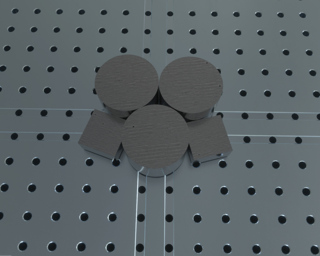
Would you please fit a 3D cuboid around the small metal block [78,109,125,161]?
[{"bbox_3d":[-0.070,0.009,0.404,0.050,0.025,0.050,20,71,7],"label":"small metal block"}]

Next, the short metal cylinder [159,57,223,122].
[{"bbox_3d":[0.039,-0.047,0.412,0.081,0.050,0.080,0,70,0],"label":"short metal cylinder"}]

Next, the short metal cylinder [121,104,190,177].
[{"bbox_3d":[-0.005,0.017,0.388,0.081,0.050,0.080,0,70,0],"label":"short metal cylinder"}]

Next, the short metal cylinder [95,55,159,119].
[{"bbox_3d":[-0.042,-0.050,0.412,0.081,0.050,0.080,0,70,0],"label":"short metal cylinder"}]

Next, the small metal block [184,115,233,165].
[{"bbox_3d":[0.060,0.015,0.403,0.050,0.025,0.050,-13,71,-5],"label":"small metal block"}]
